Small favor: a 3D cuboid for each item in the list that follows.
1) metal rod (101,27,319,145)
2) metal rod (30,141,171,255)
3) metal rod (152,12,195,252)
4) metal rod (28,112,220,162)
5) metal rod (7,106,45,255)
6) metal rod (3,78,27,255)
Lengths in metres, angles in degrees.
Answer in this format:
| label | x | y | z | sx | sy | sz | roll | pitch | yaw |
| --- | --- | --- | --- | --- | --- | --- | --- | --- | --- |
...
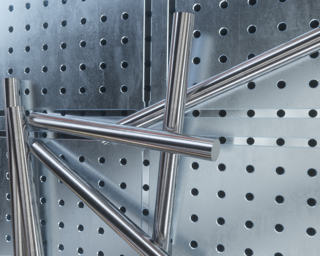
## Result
| label | x | y | z | sx | sy | sz | roll | pitch | yaw |
| --- | --- | --- | --- | --- | --- | --- | --- | --- | --- |
| metal rod | 0.051 | -0.044 | 0.394 | 0.300 | 0.025 | 0.025 | -24 | 82 | 18 |
| metal rod | -0.077 | 0.109 | 0.423 | 0.300 | 0.025 | 0.025 | 35 | 101 | 23 |
| metal rod | 0.014 | 0.014 | 0.386 | 0.025 | 0.025 | 0.298 | 9 | 101 | 20 |
| metal rod | -0.068 | 0.005 | 0.406 | 0.300 | 0.025 | 0.025 | 8 | 93 | 31 |
| metal rod | -0.202 | 0.116 | 0.476 | 0.025 | 0.025 | 0.298 | -7 | 91 | 20 |
| metal rod | -0.227 | 0.071 | 0.493 | 0.025 | 0.025 | 0.298 | -5 | 88 | 20 |
